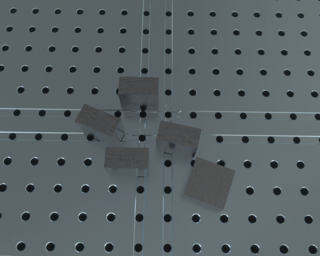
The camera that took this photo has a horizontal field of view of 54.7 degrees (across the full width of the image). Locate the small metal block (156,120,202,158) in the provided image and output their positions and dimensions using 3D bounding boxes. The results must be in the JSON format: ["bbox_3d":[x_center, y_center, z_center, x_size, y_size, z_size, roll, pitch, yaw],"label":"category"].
[{"bbox_3d":[0.023,0.016,0.393,0.050,0.050,0.025,12,71,4],"label":"small metal block"}]

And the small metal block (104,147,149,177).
[{"bbox_3d":[-0.039,0.043,0.382,0.050,0.050,0.025,1,70,0],"label":"small metal block"}]

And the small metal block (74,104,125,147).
[{"bbox_3d":[-0.075,-0.002,0.398,0.050,0.050,0.025,23,72,7],"label":"small metal block"}]

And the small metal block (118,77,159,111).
[{"bbox_3d":[-0.027,-0.045,0.415,0.050,0.050,0.025,1,70,0],"label":"small metal block"}]

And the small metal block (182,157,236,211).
[{"bbox_3d":[0.060,0.070,0.387,0.050,0.025,0.050,20,71,6],"label":"small metal block"}]
